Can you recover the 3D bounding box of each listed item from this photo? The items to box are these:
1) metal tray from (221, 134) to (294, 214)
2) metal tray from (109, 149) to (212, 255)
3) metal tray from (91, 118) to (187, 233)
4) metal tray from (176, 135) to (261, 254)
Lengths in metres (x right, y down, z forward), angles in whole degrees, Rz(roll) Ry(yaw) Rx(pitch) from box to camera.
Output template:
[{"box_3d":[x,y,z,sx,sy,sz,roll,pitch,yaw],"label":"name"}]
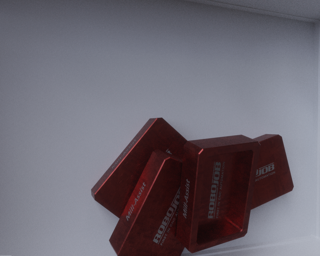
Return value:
[{"box_3d":[0.129,0.069,0.458,0.131,0.030,0.089,-18,96,-20],"label":"metal tray"},{"box_3d":[0.007,0.100,0.382,0.090,0.030,0.129,25,92,-33],"label":"metal tray"},{"box_3d":[-0.013,0.061,0.404,0.090,0.030,0.130,42,76,-15],"label":"metal tray"},{"box_3d":[0.070,0.077,0.374,0.091,0.030,0.129,-5,107,-28],"label":"metal tray"}]
